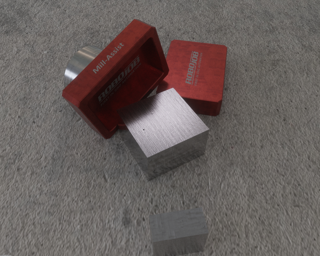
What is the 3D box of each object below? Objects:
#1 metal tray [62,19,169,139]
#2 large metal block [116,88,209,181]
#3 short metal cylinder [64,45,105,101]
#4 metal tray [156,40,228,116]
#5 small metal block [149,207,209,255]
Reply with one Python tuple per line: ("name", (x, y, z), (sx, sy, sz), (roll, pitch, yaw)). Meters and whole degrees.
("metal tray", (-0.048, -0.058, 0.386), (0.030, 0.090, 0.130), (33, 74, 27))
("large metal block", (0.002, 0.006, 0.382), (0.081, 0.050, 0.080), (-23, 54, -19))
("short metal cylinder", (-0.082, -0.065, 0.422), (0.050, 0.080, 0.080), (28, 56, 22))
("metal tray", (0.051, -0.080, 0.468), (0.090, 0.030, 0.130), (9, 50, 7))
("small metal block", (0.017, 0.103, 0.301), (0.050, 0.050, 0.025), (-7, 51, -6))
